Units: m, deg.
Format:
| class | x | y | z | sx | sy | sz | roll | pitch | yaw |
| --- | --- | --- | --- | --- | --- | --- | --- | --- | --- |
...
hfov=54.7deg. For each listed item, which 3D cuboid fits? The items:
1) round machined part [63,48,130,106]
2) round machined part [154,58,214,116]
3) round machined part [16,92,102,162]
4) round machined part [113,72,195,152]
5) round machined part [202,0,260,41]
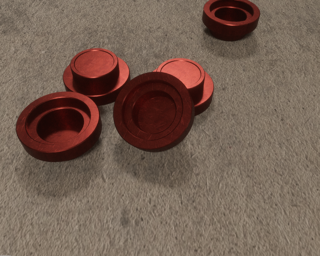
| class | x | y | z | sx | sy | sz | roll | pitch | yaw |
| --- | --- | --- | --- | --- | --- | --- | --- | --- | --- |
| round machined part | -0.094 | -0.082 | 0.460 | 0.099 | 0.042 | 0.098 | 0 | 50 | 0 |
| round machined part | 0.029 | -0.064 | 0.446 | 0.099 | 0.042 | 0.098 | 0 | 50 | 0 |
| round machined part | -0.122 | 0.003 | 0.388 | 0.099 | 0.042 | 0.098 | 0 | 50 | 0 |
| round machined part | -0.005 | -0.018 | 0.389 | 0.098 | 0.042 | 0.098 | -3 | 76 | 13 |
| round machined part | 0.125 | -0.193 | 0.556 | 0.099 | 0.042 | 0.098 | 0 | 50 | 0 |
